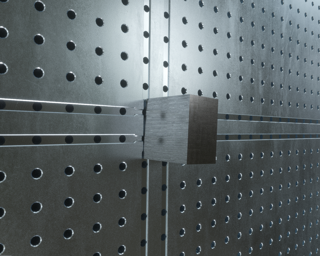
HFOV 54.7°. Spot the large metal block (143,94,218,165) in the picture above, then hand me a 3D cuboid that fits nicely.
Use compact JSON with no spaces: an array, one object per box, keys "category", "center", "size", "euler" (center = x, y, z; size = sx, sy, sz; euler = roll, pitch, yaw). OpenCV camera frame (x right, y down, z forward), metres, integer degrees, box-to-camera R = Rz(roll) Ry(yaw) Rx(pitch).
[{"category":"large metal block","center":[0.025,0.002,0.395],"size":[0.050,0.080,0.080],"euler":[4,87,-40]}]
